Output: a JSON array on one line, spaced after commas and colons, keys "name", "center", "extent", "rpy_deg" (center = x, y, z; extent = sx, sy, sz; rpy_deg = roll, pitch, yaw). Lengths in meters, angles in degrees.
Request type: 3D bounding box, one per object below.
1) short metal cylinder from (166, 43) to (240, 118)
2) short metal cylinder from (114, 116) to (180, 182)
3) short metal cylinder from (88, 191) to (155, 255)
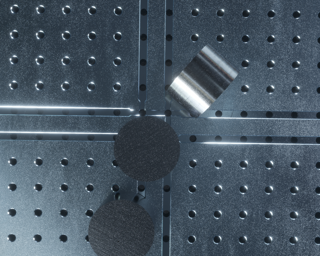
[{"name": "short metal cylinder", "center": [0.053, -0.058, 0.387], "extent": [0.050, 0.080, 0.080], "rpy_deg": [42, 90, -1]}, {"name": "short metal cylinder", "center": [-0.016, 0.025, 0.401], "extent": [0.081, 0.050, 0.079], "rpy_deg": [0, 90, -1]}, {"name": "short metal cylinder", "center": [-0.047, 0.127, 0.400], "extent": [0.081, 0.050, 0.079], "rpy_deg": [0, 90, -1]}]
